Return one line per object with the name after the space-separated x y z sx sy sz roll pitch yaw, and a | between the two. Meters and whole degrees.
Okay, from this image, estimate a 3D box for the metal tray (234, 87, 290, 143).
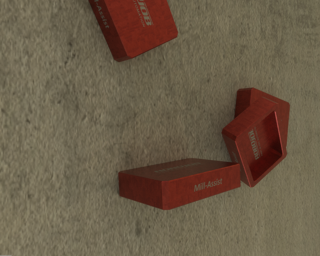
0.187 -0.014 0.561 0.131 0.030 0.090 12 83 -40 | metal tray

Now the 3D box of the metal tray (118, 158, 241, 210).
0.026 0.064 0.386 0.131 0.090 0.030 -5 94 -40 | metal tray

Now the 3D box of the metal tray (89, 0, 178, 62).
-0.038 -0.156 0.371 0.091 0.030 0.129 -35 112 -35 | metal tray

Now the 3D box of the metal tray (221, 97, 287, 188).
0.155 0.026 0.495 0.090 0.030 0.130 -39 131 -12 | metal tray
